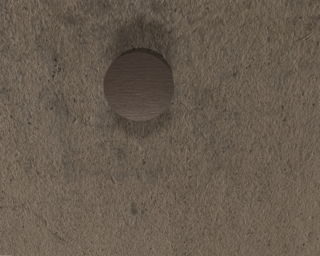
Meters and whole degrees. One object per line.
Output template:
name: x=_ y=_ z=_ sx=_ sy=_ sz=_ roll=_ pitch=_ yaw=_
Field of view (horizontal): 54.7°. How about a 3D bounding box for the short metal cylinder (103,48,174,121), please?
short metal cylinder: x=-0.024 y=-0.054 z=0.376 sx=0.081 sy=0.050 sz=0.079 roll=0 pitch=110 yaw=-1
